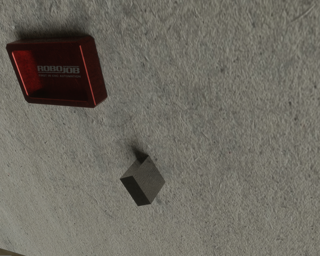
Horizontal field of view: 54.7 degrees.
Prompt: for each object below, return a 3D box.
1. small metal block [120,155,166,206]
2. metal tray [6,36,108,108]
[{"bbox_3d":[-0.024,0.076,0.451,0.025,0.050,0.050,-20,108,36],"label":"small metal block"},{"bbox_3d":[-0.143,-0.078,0.430,0.130,0.030,0.089,6,121,25],"label":"metal tray"}]
